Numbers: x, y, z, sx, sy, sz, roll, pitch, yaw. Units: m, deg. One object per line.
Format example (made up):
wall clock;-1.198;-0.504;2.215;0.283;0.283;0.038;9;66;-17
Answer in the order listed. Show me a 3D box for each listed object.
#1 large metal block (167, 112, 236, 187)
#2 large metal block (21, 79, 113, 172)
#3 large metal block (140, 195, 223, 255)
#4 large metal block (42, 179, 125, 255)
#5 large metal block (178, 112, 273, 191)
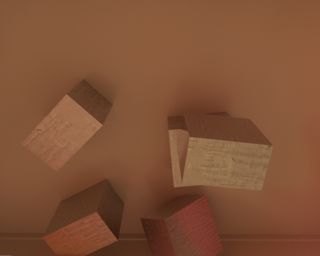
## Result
large metal block;0.054;0.027;0.409;0.080;0.050;0.079;-5;110;1
large metal block;-0.109;-0.007;0.378;0.050;0.080;0.080;43;104;-14
large metal block;0.031;0.143;0.418;0.050;0.081;0.080;-16;91;49
large metal block;-0.101;0.126;0.427;0.080;0.080;0.050;-27;108;9
large metal block;0.065;0.022;0.338;0.081;0.080;0.050;6;110;-3
